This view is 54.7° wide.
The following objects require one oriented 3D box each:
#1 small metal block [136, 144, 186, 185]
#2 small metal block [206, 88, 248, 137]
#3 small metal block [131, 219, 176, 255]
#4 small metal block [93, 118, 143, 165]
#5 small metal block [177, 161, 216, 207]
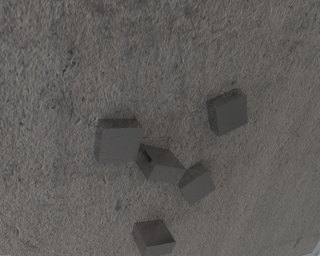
[{"bbox_3d":[-0.001,0.049,0.420,0.050,0.050,0.025,14,111,-34],"label":"small metal block"},{"bbox_3d":[0.097,-0.022,0.446,0.050,0.025,0.050,-24,127,-14],"label":"small metal block"},{"bbox_3d":[-0.011,0.175,0.493,0.050,0.050,0.025,2,117,-30],"label":"small metal block"},{"bbox_3d":[-0.053,0.016,0.388,0.050,0.025,0.050,-2,119,-28],"label":"small metal block"},{"bbox_3d":[0.055,0.089,0.492,0.050,0.025,0.050,-33,129,-7],"label":"small metal block"}]
